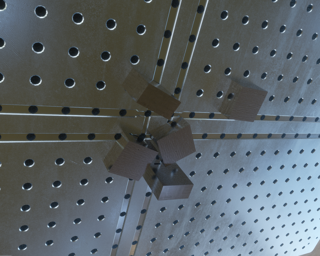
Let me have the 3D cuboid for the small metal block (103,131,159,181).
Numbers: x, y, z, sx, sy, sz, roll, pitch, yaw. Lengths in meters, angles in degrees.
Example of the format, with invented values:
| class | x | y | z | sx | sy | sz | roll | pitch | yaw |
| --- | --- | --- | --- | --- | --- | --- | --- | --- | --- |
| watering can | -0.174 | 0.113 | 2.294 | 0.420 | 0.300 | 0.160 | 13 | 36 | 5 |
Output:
| class | x | y | z | sx | sy | sz | roll | pitch | yaw |
| --- | --- | --- | --- | --- | --- | --- | --- | --- | --- |
| small metal block | -0.039 | 0.038 | 0.413 | 0.050 | 0.025 | 0.050 | 25 | 105 | -37 |

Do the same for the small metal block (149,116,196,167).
| class | x | y | z | sx | sy | sz | roll | pitch | yaw |
| --- | --- | --- | --- | --- | --- | --- | --- | --- | --- |
| small metal block | 0.018 | 0.019 | 0.432 | 0.050 | 0.025 | 0.050 | -26 | 128 | -12 |

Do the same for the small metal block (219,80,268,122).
| class | x | y | z | sx | sy | sz | roll | pitch | yaw |
| --- | --- | --- | --- | --- | --- | --- | --- | --- | --- |
| small metal block | 0.122 | -0.038 | 0.453 | 0.050 | 0.025 | 0.050 | 6 | 116 | -31 |

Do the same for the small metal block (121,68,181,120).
| class | x | y | z | sx | sy | sz | roll | pitch | yaw |
| --- | --- | --- | --- | --- | --- | --- | --- | --- | --- |
| small metal block | -0.011 | -0.040 | 0.364 | 0.050 | 0.050 | 0.025 | 27 | 104 | -37 |

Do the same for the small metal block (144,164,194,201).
| class | x | y | z | sx | sy | sz | roll | pitch | yaw |
| --- | --- | --- | --- | --- | --- | --- | --- | --- | --- |
| small metal block | 0.012 | 0.077 | 0.449 | 0.050 | 0.050 | 0.025 | 4 | 117 | -30 |
